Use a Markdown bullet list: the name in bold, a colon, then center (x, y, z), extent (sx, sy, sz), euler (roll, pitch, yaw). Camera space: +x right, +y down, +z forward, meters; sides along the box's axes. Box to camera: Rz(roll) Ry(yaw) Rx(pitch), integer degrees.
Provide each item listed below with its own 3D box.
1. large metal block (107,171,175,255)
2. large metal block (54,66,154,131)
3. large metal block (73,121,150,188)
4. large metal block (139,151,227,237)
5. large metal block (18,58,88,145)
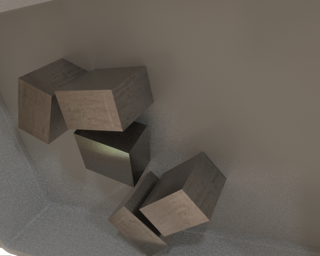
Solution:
- **large metal block**: center (-0.015, 0.125, 0.457), extent (0.080, 0.080, 0.050), euler (43, 129, -2)
- **large metal block**: center (-0.065, -0.038, 0.382), extent (0.080, 0.080, 0.050), euler (2, 119, 27)
- **large metal block**: center (-0.063, 0.028, 0.429), extent (0.080, 0.050, 0.080), euler (18, 141, 17)
- **large metal block**: center (0.032, 0.087, 0.409), extent (0.080, 0.080, 0.050), euler (-35, 99, 38)
- **large metal block**: center (-0.143, -0.038, 0.423), extent (0.050, 0.080, 0.079), euler (28, 128, 10)
